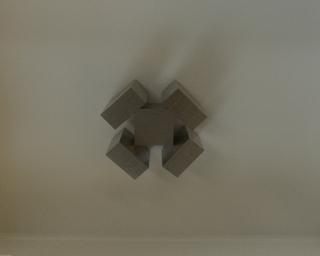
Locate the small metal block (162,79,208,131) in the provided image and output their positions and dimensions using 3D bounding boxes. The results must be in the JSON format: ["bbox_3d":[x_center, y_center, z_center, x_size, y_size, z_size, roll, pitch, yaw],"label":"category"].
[{"bbox_3d":[0.029,-0.029,0.385,0.025,0.050,0.050,-43,106,13],"label":"small metal block"}]

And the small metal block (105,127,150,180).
[{"bbox_3d":[-0.040,0.033,0.408,0.025,0.050,0.050,-43,105,15],"label":"small metal block"}]

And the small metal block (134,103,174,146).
[{"bbox_3d":[-0.007,-0.005,0.407,0.050,0.025,0.050,1,110,-1],"label":"small metal block"}]

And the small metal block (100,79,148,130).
[{"bbox_3d":[-0.043,-0.031,0.384,0.050,0.050,0.025,-40,105,14],"label":"small metal block"}]

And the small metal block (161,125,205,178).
[{"bbox_3d":[0.028,0.029,0.406,0.025,0.050,0.050,38,105,-14],"label":"small metal block"}]
